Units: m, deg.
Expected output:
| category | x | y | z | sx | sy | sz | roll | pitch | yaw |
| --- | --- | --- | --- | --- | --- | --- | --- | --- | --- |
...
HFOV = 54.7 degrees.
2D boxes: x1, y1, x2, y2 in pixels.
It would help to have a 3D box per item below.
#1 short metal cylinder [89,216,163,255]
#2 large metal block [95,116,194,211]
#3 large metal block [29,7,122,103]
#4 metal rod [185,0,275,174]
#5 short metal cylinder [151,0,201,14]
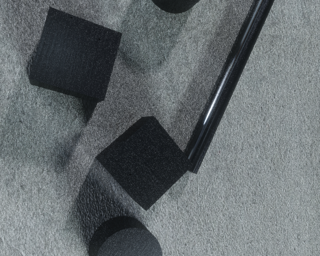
| category | x | y | z | sx | sy | sz | roll | pitch | yaw |
| --- | --- | --- | --- | --- | --- | --- | --- | --- | --- |
| short metal cylinder | -0.043 | 0.155 | 0.380 | 0.081 | 0.050 | 0.080 | 0 | 90 | -20 |
| large metal block | -0.020 | 0.042 | 0.389 | 0.080 | 0.050 | 0.080 | -42 | 104 | -15 |
| large metal block | -0.098 | -0.080 | 0.360 | 0.081 | 0.050 | 0.080 | 15 | 85 | -20 |
| metal rod | 0.103 | -0.075 | 0.447 | 0.025 | 0.025 | 0.299 | 29 | 81 | -18 |
| short metal cylinder | 0.026 | -0.198 | 0.405 | 0.081 | 0.050 | 0.080 | 0 | 90 | -20 |
